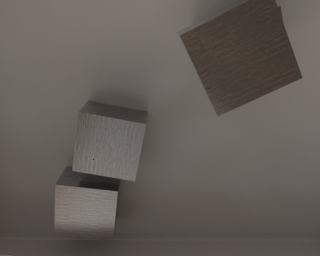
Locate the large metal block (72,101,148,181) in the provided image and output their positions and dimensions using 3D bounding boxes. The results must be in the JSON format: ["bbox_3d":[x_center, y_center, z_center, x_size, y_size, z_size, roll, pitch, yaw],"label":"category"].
[{"bbox_3d":[-0.064,0.016,0.403,0.081,0.050,0.079,10,110,-4],"label":"large metal block"}]

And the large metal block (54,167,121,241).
[{"bbox_3d":[-0.100,0.106,0.436,0.081,0.050,0.079,7,110,-3],"label":"large metal block"}]

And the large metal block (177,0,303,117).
[{"bbox_3d":[0.071,-0.069,0.288,0.080,0.050,0.080,-25,108,9],"label":"large metal block"}]

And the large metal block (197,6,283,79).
[{"bbox_3d":[0.085,-0.097,0.347,0.080,0.080,0.050,-16,109,6],"label":"large metal block"}]
